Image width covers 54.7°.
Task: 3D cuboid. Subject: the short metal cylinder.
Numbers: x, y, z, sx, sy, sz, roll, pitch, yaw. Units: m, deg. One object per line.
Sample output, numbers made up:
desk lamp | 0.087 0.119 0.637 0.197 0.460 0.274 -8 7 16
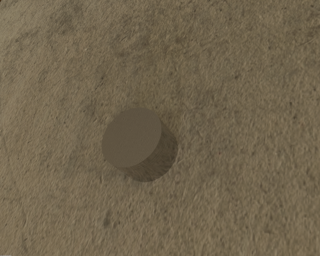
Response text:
short metal cylinder | -0.025 0.021 0.386 0.080 0.050 0.080 -13 56 20
